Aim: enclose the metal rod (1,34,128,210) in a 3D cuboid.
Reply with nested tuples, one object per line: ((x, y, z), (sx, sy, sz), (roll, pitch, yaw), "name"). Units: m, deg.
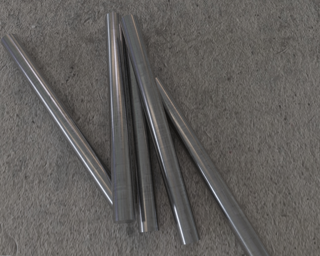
((-0.131, -0.015, 0.412), (0.025, 0.025, 0.300), (-35, 74, -12), "metal rod")

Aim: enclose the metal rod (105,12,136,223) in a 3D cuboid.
((-0.055, -0.031, 0.404), (0.025, 0.025, 0.299), (-6, 65, -2), "metal rod")

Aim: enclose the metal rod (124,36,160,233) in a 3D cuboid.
((-0.028, -0.018, 0.414), (0.025, 0.025, 0.299), (-6, 70, -2), "metal rod")

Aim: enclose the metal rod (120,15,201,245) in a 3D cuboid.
((-0.003, -0.008, 0.393), (0.025, 0.025, 0.299), (-14, 77, -5), "metal rod")

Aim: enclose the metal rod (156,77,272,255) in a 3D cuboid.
((0.063, 0.061, 0.386), (0.025, 0.025, 0.299), (-27, 72, -9), "metal rod")
